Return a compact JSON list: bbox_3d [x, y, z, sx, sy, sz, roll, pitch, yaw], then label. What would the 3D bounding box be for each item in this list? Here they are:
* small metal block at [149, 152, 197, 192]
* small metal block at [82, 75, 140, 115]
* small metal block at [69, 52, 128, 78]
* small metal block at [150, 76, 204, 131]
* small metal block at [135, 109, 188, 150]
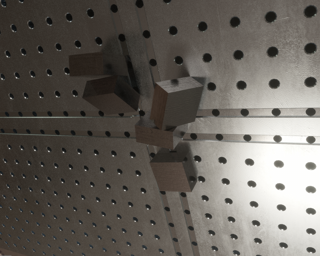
[{"bbox_3d":[0.019,0.062,0.438,0.050,0.025,0.050,-4,117,30],"label":"small metal block"},{"bbox_3d":[-0.062,-0.041,0.401,0.050,0.025,0.050,-5,154,30],"label":"small metal block"},{"bbox_3d":[-0.075,-0.076,0.382,0.050,0.050,0.025,1,96,27],"label":"small metal block"},{"bbox_3d":[0.019,-0.029,0.362,0.025,0.050,0.050,45,137,39],"label":"small metal block"},{"bbox_3d":[0.003,-0.001,0.392,0.050,0.050,0.025,11,123,22],"label":"small metal block"}]
